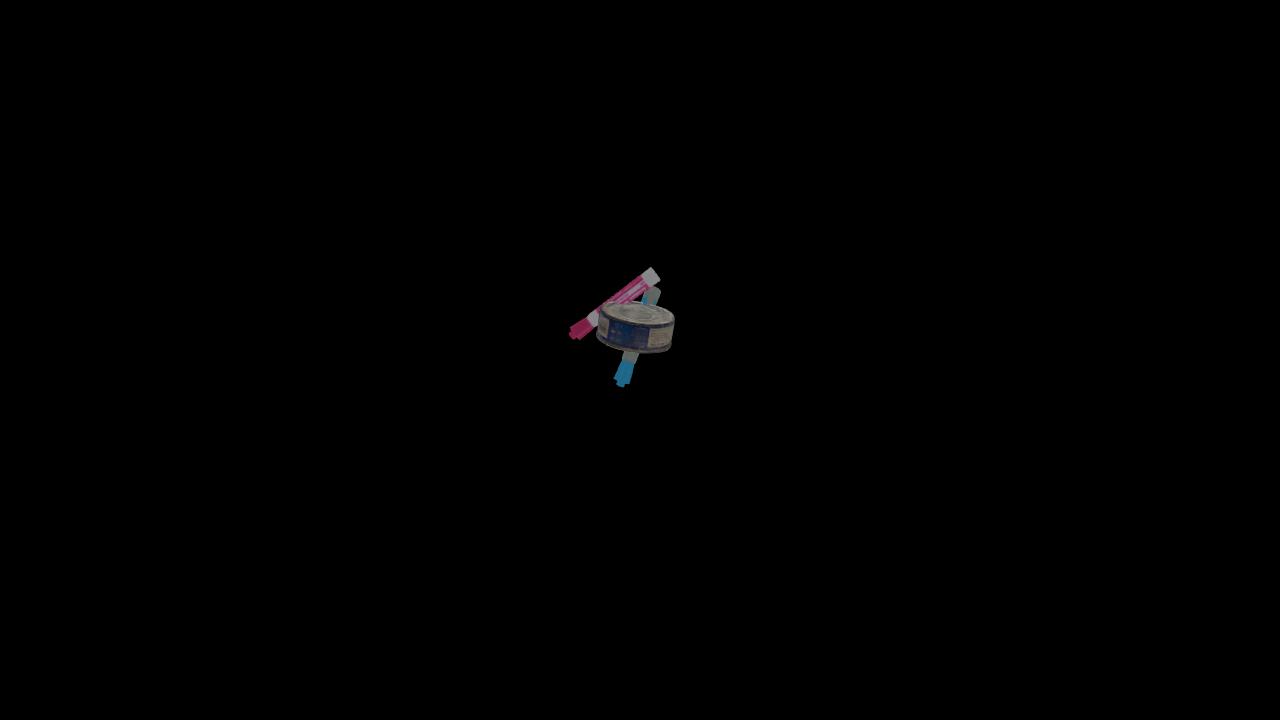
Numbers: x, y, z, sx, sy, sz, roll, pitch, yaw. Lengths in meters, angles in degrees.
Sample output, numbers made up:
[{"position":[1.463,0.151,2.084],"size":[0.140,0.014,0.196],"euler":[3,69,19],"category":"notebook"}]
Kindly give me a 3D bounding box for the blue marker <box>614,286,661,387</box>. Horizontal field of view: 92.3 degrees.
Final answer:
[{"position":[-0.003,-0.027,0.697],"size":[0.020,0.121,0.020],"euler":[18,-13,4],"category":"blue marker"}]

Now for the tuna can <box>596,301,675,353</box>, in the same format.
[{"position":[-0.005,-0.038,0.671],"size":[0.084,0.034,0.084],"euler":[8,21,-3],"category":"tuna can"}]

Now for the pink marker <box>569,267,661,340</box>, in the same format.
[{"position":[-0.030,-0.062,0.696],"size":[0.121,0.020,0.020],"euler":[-36,-5,7],"category":"pink marker"}]
